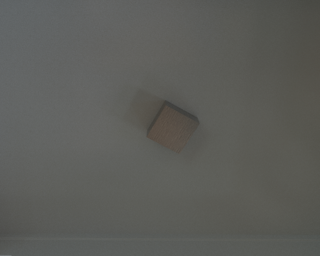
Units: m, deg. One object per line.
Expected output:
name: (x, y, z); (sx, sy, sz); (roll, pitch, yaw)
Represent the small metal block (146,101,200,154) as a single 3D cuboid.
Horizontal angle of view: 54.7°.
small metal block: (0.017, -0.001, 0.411); (0.050, 0.025, 0.050); (28, 107, -10)
